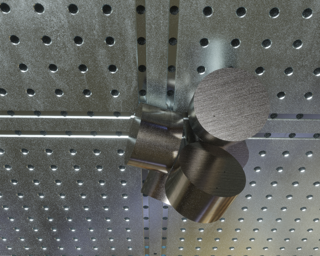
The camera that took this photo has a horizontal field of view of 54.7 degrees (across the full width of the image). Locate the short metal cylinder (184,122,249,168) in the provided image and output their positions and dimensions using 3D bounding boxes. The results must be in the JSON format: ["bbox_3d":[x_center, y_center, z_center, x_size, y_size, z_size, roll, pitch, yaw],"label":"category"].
[{"bbox_3d":[0.073,0.023,0.414,0.081,0.050,0.079,0,129,0],"label":"short metal cylinder"}]

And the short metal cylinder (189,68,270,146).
[{"bbox_3d":[0.075,-0.021,0.349,0.081,0.080,0.050,2,170,-2],"label":"short metal cylinder"}]

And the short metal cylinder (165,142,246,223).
[{"bbox_3d":[0.052,0.062,0.362,0.081,0.080,0.050,13,129,-11],"label":"short metal cylinder"}]

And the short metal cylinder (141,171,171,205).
[{"bbox_3d":[0.019,0.083,0.439,0.080,0.050,0.080,22,168,5],"label":"short metal cylinder"}]

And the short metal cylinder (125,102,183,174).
[{"bbox_3d":[-0.009,0.013,0.386,0.050,0.080,0.079,15,129,-12],"label":"short metal cylinder"}]
